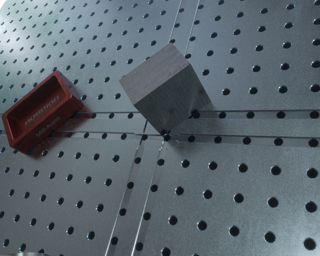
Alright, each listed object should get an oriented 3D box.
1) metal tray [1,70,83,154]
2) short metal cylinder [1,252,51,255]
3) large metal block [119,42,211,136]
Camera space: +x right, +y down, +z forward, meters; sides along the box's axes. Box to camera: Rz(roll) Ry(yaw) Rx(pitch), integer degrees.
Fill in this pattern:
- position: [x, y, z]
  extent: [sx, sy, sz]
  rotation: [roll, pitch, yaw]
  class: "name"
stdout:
- position: [-0.203, -0.029, 0.529]
  extent: [0.130, 0.030, 0.090]
  rotation: [-39, 51, 1]
  class: "metal tray"
- position: [-0.162, 0.179, 0.348]
  extent: [0.080, 0.080, 0.050]
  rotation: [-24, 53, 13]
  class: "short metal cylinder"
- position: [0.008, -0.047, 0.398]
  extent: [0.080, 0.080, 0.050]
  rotation: [-36, 51, 4]
  class: "large metal block"
